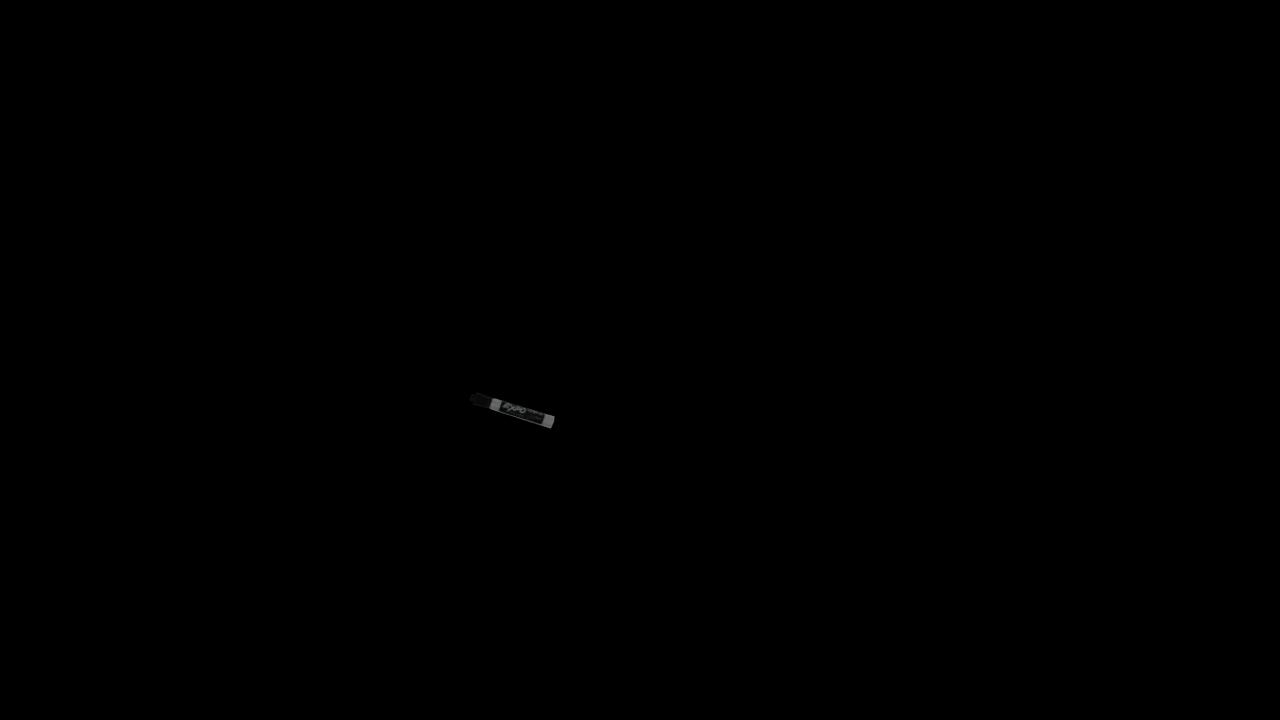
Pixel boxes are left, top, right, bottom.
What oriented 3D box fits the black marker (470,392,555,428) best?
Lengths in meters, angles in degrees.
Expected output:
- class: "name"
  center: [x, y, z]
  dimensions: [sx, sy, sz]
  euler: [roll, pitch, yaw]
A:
- class: "black marker"
  center: [-0.182, 0.071, 0.876]
  dimensions: [0.121, 0.020, 0.020]
  euler: [20, -6, -16]
